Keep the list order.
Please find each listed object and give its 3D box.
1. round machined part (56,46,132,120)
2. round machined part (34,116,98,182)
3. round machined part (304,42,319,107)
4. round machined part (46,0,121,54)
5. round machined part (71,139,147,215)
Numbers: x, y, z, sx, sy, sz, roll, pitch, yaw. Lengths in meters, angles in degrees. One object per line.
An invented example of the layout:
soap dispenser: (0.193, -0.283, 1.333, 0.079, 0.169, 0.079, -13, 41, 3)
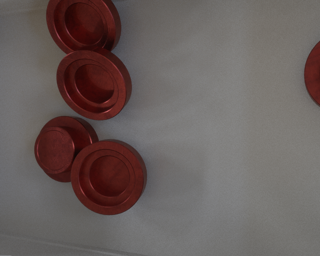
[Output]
round machined part: (-0.084, -0.063, 0.417, 0.098, 0.042, 0.097, 8, 122, 13)
round machined part: (-0.142, 0.031, 0.451, 0.098, 0.042, 0.097, 0, 90, 20)
round machined part: (0.205, -0.060, 0.324, 0.098, 0.042, 0.097, 0, 89, 25)
round machined part: (-0.099, -0.143, 0.421, 0.098, 0.042, 0.097, 8, 125, 12)
round machined part: (-0.065, 0.063, 0.418, 0.098, 0.042, 0.097, 1, 94, 10)
